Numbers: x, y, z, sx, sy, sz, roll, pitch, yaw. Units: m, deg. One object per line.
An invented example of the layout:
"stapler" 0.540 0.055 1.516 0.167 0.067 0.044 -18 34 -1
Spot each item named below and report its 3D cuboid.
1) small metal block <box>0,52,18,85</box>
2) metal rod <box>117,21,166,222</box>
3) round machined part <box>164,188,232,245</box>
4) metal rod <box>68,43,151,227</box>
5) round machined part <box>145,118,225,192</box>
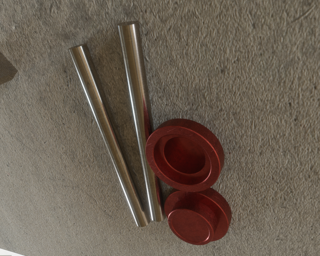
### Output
"small metal block" -0.257 -0.091 0.470 0.050 0.050 0.025 49 129 -7
"metal rod" -0.020 0.011 0.423 0.025 0.025 0.298 7 122 24
"round machined part" 0.051 0.130 0.450 0.098 0.042 0.097 13 124 21
"metal rod" -0.067 0.026 0.457 0.025 0.025 0.298 -2 117 29
"round machined part" 0.034 0.030 0.397 0.098 0.042 0.097 13 124 21
